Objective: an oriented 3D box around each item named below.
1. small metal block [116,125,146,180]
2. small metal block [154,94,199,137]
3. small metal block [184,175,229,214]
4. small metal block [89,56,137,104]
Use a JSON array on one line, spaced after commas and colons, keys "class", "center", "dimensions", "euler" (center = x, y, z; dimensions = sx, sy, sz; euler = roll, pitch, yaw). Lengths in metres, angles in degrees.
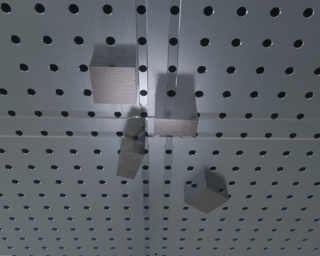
[{"class": "small metal block", "center": [-0.039, 0.033, 0.423], "dimensions": [0.025, 0.050, 0.050], "euler": [14, 129, -12]}, {"class": "small metal block", "center": [0.018, -0.016, 0.381], "dimensions": [0.050, 0.050, 0.025], "euler": [3, 130, -3]}, {"class": "small metal block", "center": [0.075, 0.109, 0.505], "dimensions": [0.050, 0.025, 0.050], "euler": [31, 123, -24]}, {"class": "small metal block", "center": [-0.053, -0.056, 0.364], "dimensions": [0.050, 0.025, 0.050], "euler": [1, 130, -1]}]
